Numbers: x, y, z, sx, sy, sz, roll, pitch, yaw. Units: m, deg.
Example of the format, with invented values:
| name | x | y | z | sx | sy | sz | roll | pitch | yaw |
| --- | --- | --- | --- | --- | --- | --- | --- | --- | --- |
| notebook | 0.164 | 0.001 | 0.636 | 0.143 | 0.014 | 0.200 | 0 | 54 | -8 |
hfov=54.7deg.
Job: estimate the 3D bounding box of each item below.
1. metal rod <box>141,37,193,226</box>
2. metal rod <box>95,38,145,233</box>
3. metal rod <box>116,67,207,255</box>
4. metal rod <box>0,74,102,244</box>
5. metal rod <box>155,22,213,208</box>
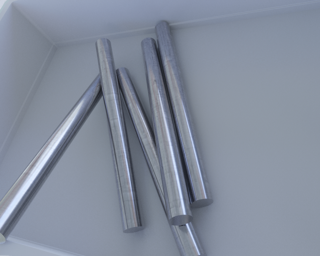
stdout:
| name | x | y | z | sx | sy | sz | roll | pitch | yaw |
| --- | --- | --- | --- | --- | --- | --- | --- | --- | --- |
| metal rod | 0.001 | -0.022 | 0.402 | 0.025 | 0.025 | 0.300 | -22 | 48 | 15 |
| metal rod | -0.061 | -0.010 | 0.426 | 0.025 | 0.025 | 0.299 | -23 | 59 | 15 |
| metal rod | -0.013 | 0.022 | 0.398 | 0.025 | 0.025 | 0.300 | -31 | 52 | 9 |
| metal rod | -0.118 | 0.005 | 0.389 | 0.025 | 0.025 | 0.301 | -12 | 33 | 22 |
| metal rod | 0.024 | -0.041 | 0.417 | 0.025 | 0.025 | 0.299 | -21 | 54 | 16 |
